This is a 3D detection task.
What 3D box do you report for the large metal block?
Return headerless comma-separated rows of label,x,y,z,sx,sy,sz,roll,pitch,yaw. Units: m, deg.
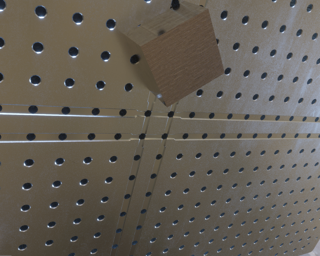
large metal block,0.018,-0.084,0.352,0.080,0.050,0.080,-32,129,-8
